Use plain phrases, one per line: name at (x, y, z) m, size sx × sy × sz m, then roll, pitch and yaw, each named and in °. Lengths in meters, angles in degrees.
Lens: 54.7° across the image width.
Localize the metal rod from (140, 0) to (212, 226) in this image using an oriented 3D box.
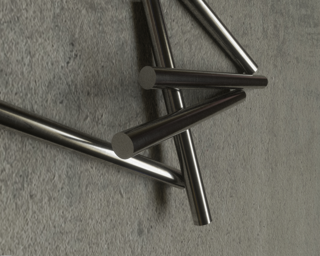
metal rod at (0.022, -0.021, 0.402) m, size 0.025 × 0.025 × 0.298 m, roll -16°, pitch 94°, yaw -39°

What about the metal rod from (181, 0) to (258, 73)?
metal rod at (0.058, -0.175, 0.452) m, size 0.301 × 0.025 × 0.025 m, roll 36°, pitch 68°, yaw -34°

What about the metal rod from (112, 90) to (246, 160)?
metal rod at (0.049, -0.019, 0.394) m, size 0.302 × 0.025 × 0.025 m, roll -23°, pitch 105°, yaw -54°

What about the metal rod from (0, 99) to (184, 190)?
metal rod at (-0.077, 0.021, 0.340) m, size 0.301 × 0.025 × 0.025 m, roll 26°, pitch 74°, yaw -37°

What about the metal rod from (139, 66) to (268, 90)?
metal rod at (0.084, -0.068, 0.443) m, size 0.302 × 0.025 × 0.025 m, roll -8°, pitch 96°, yaw -49°
